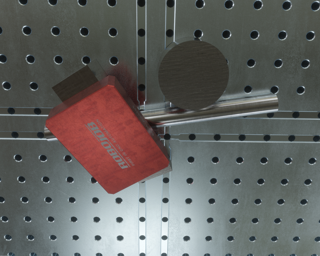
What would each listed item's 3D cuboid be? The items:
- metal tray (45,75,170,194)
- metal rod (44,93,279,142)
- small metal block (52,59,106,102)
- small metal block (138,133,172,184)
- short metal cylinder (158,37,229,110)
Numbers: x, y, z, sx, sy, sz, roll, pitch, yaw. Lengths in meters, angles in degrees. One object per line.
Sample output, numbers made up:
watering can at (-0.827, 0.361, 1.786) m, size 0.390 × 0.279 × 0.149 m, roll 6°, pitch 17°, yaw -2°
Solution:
metal tray at (-0.058, 0.013, 0.373) m, size 0.090 × 0.030 × 0.130 m, roll -29°, pitch 119°, yaw 10°
metal rod at (0.000, -0.014, 0.409) m, size 0.302 × 0.025 × 0.025 m, roll -7°, pitch 110°, yaw 2°
small metal block at (-0.096, -0.057, 0.377) m, size 0.050 × 0.050 × 0.025 m, roll -30°, pitch 108°, yaw 10°
small metal block at (-0.016, 0.042, 0.427) m, size 0.050 × 0.025 × 0.050 m, roll -22°, pitch 109°, yaw 7°
short metal cylinder at (0.038, -0.067, 0.375) m, size 0.081 × 0.050 × 0.079 m, roll 0°, pitch 110°, yaw -1°
